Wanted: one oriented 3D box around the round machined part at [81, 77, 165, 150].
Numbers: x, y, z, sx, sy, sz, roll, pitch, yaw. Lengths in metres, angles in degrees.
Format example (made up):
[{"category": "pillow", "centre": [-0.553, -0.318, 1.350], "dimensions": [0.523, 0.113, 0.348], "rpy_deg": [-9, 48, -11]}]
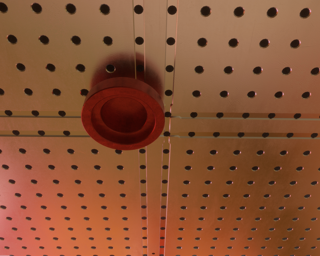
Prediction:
[{"category": "round machined part", "centre": [-0.044, -0.021, 0.382], "dimensions": [0.099, 0.042, 0.097], "rpy_deg": [-1, 130, 0]}]
